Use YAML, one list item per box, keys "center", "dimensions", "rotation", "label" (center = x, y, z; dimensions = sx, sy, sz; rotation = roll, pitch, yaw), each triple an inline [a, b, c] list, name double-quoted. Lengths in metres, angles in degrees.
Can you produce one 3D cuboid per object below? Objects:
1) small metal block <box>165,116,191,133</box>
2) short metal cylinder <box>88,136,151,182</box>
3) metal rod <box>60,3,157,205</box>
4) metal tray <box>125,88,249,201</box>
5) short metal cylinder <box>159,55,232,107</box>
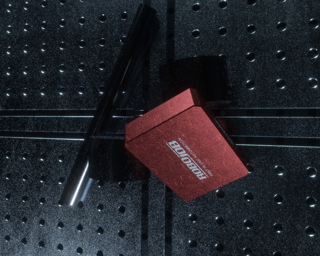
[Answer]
- center: [0.019, -0.003, 0.392]
  dimensions: [0.050, 0.050, 0.025]
  rotation: [-10, 87, 20]
  label: "small metal block"
- center: [-0.051, 0.037, 0.401]
  dimensions: [0.080, 0.080, 0.050]
  rotation: [2, 91, 20]
  label: "short metal cylinder"
- center: [-0.076, -0.027, 0.439]
  dimensions: [0.025, 0.025, 0.298]
  rotation: [27, 99, 18]
  label: "metal rod"
- center: [0.033, 0.026, 0.353]
  dimensions: [0.090, 0.130, 0.030]
  rotation: [-29, 38, 18]
  label: "metal tray"
- center: [0.041, -0.050, 0.369]
  dimensions: [0.080, 0.080, 0.050]
  rotation: [-8, 88, 20]
  label: "short metal cylinder"
